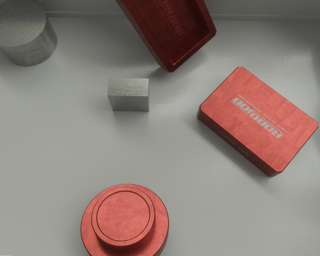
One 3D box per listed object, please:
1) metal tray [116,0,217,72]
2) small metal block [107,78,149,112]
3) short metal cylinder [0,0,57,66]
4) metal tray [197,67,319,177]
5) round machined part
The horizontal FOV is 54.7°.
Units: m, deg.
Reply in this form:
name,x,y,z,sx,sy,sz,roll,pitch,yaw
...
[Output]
name,x,y,z,sx,sy,sz,roll,pitch,yaw
metal tray,0.012,-0.146,0.400,0.090,0.130,0.030,-42,46,-1
small metal block,-0.040,-0.043,0.412,0.050,0.050,0.025,1,70,0
short metal cylinder,-0.195,-0.136,0.444,0.081,0.050,0.080,0,70,0
metal tray,0.127,-0.010,0.412,0.130,0.030,0.090,41,75,13
round machined part,-0.039,0.105,0.346,0.099,0.042,0.098,0,51,0
